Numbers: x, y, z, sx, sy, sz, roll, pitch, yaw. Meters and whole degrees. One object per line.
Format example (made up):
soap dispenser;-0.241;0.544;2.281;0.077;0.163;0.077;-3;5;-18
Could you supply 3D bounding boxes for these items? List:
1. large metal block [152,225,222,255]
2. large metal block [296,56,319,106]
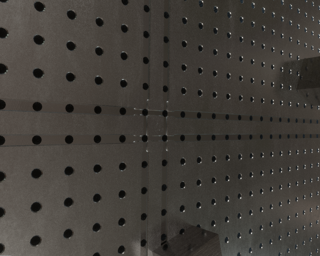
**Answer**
large metal block;0.043;0.196;0.432;0.081;0.050;0.079;-18;102;-39
large metal block;0.357;-0.104;0.697;0.080;0.050;0.080;31;71;-36
